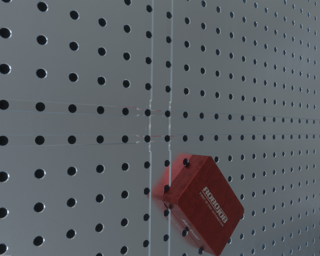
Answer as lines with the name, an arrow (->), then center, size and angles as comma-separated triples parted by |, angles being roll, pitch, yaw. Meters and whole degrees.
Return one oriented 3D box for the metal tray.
metal tray -> 0.070, 0.115, 0.463 | 0.090, 0.030, 0.130 | -49, 119, -28
